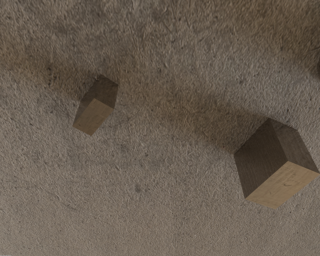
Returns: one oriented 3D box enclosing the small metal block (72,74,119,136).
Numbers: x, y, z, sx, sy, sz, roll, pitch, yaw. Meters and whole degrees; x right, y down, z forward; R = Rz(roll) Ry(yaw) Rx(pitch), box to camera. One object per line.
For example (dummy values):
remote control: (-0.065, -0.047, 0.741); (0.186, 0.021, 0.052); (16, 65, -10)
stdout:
small metal block: (-0.076, -0.027, 0.367); (0.025, 0.050, 0.050); (31, 124, -23)

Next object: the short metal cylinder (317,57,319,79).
short metal cylinder: (0.224, -0.063, 0.339); (0.081, 0.050, 0.079); (0, 130, 0)

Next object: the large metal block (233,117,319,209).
large metal block: (0.150, 0.047, 0.413); (0.050, 0.080, 0.080); (21, 127, -17)
